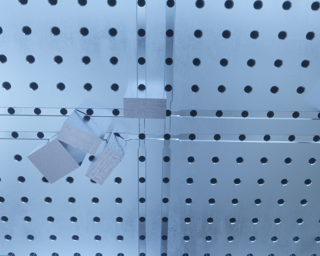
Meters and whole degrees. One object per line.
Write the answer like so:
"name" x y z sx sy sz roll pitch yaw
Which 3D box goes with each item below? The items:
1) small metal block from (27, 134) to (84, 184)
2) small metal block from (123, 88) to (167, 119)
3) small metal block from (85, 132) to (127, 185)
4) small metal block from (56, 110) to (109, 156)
"small metal block" -0.143 0.041 0.427 0.050 0.025 0.050 -31 108 10
"small metal block" -0.018 -0.032 0.388 0.050 0.050 0.025 1 110 -1
"small metal block" -0.071 0.040 0.414 0.025 0.050 0.050 35 106 -12
"small metal block" -0.098 0.005 0.401 0.050 0.050 0.025 26 108 -10
